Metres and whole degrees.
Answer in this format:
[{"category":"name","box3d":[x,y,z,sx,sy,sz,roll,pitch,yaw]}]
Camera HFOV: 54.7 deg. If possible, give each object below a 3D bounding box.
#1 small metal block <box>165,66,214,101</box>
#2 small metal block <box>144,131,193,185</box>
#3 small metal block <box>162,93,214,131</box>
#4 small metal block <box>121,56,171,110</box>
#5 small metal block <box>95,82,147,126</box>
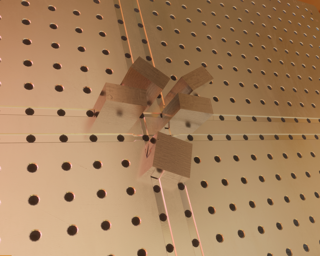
[{"category":"small metal block","box3d":[0.043,-0.059,0.453,0.050,0.050,0.025,-33,81,-38]},{"category":"small metal block","box3d":[0.012,0.039,0.392,0.050,0.025,0.050,20,54,-17]},{"category":"small metal block","box3d":[0.037,-0.021,0.426,0.050,0.050,0.025,7,59,-25]},{"category":"small metal block","box3d":[-0.022,-0.060,0.418,0.050,0.050,0.025,35,51,-6]},{"category":"small metal block","box3d":[-0.050,-0.028,0.384,0.050,0.050,0.025,8,59,-25]}]
